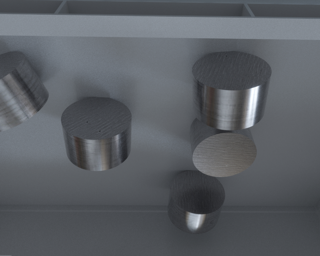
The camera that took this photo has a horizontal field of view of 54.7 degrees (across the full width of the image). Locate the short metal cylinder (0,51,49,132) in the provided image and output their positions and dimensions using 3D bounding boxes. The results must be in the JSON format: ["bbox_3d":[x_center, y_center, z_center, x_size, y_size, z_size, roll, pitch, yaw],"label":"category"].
[{"bbox_3d":[-0.171,-0.040,0.337,0.080,0.080,0.050,-13,129,10],"label":"short metal cylinder"}]

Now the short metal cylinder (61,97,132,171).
[{"bbox_3d":[-0.075,0.006,0.377,0.081,0.080,0.050,3,130,-3],"label":"short metal cylinder"}]

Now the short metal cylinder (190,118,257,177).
[{"bbox_3d":[0.081,0.020,0.410,0.081,0.050,0.079,0,130,0],"label":"short metal cylinder"}]

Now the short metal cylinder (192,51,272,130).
[{"bbox_3d":[0.076,-0.042,0.337,0.080,0.080,0.050,-3,130,3],"label":"short metal cylinder"}]

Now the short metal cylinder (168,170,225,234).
[{"bbox_3d":[0.053,0.110,0.467,0.081,0.080,0.050,3,130,-2],"label":"short metal cylinder"}]
